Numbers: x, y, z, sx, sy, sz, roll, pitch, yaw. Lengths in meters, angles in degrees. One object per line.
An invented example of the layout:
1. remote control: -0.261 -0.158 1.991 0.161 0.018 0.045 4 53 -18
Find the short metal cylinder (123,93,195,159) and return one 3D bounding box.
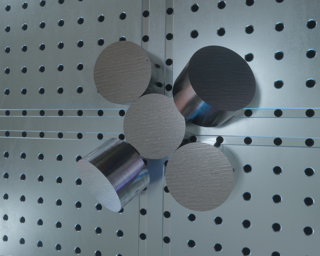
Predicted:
1. short metal cylinder: 0.000 -0.002 0.398 0.080 0.050 0.079 0 90 19

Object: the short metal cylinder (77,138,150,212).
1. short metal cylinder: -0.060 0.060 0.397 0.080 0.050 0.079 30 140 29

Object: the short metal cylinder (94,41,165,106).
1. short metal cylinder: -0.040 -0.070 0.412 0.080 0.050 0.079 0 90 19

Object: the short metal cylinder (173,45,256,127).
1. short metal cylinder: 0.061 -0.046 0.356 0.081 0.050 0.080 6 68 -16

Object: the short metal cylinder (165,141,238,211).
1. short metal cylinder: 0.053 0.056 0.380 0.080 0.050 0.079 0 90 19
